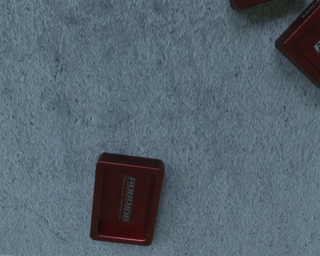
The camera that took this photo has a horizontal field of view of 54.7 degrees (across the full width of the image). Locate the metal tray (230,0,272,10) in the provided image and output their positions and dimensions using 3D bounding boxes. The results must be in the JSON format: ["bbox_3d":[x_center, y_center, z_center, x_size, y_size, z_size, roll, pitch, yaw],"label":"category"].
[{"bbox_3d":[0.111,-0.205,0.332,0.090,0.030,0.129,-16,110,5],"label":"metal tray"}]

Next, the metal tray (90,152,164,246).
[{"bbox_3d":[-0.048,0.104,0.444,0.091,0.030,0.129,8,110,-3],"label":"metal tray"}]

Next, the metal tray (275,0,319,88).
[{"bbox_3d":[0.216,-0.119,0.365,0.090,0.030,0.130,38,105,-13],"label":"metal tray"}]
